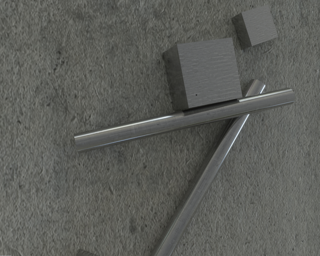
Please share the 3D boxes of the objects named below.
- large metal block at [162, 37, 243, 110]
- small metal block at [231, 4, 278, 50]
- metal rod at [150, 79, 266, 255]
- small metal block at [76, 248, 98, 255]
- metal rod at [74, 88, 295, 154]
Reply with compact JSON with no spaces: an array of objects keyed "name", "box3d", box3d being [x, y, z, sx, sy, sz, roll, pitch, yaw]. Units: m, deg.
[{"name":"large metal block","box3d":[0.056,-0.072,0.418,0.081,0.050,0.079,-12,95,-20]},{"name":"small metal block","box3d":[0.142,-0.150,0.463,0.050,0.025,0.050,-23,98,-19]},{"name":"metal rod","box3d":[0.069,0.059,0.435,0.025,0.025,0.300,35,78,-17]},{"name":"small metal block","box3d":[-0.092,0.178,0.363,0.025,0.050,0.050,31,80,-18]},{"name":"metal rod","box3d":[0.042,-0.013,0.409,0.302,0.025,0.025,-13,95,-14]}]
